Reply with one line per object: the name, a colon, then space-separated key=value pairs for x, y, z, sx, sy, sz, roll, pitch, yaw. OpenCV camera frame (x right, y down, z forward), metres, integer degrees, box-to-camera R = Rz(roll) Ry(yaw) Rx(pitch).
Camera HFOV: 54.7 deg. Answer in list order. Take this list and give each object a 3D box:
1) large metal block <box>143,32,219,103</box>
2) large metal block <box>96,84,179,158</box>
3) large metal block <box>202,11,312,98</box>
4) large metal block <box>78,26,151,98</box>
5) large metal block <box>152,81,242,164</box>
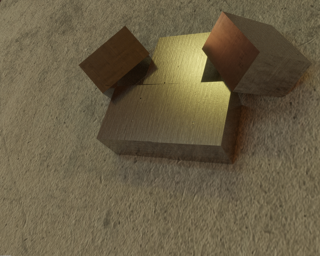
large metal block: x=0.034 y=-0.078 z=0.419 sx=0.080 sy=0.050 sz=0.080 roll=3 pitch=63 yaw=29
large metal block: x=-0.024 y=-0.009 z=0.405 sx=0.080 sy=0.050 sz=0.080 roll=2 pitch=62 yaw=28
large metal block: x=0.108 y=-0.083 z=0.356 sx=0.050 sy=0.081 sz=0.080 roll=-61 pitch=39 yaw=38
large metal block: x=-0.058 y=-0.088 z=0.443 sx=0.080 sy=0.080 sz=0.050 roll=-40 pitch=86 yaw=1
large metal block: x=0.046 y=-0.007 z=0.366 sx=0.080 sy=0.050 sz=0.080 roll=2 pitch=62 yaw=28
